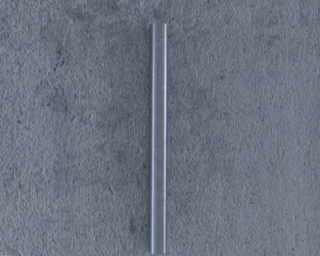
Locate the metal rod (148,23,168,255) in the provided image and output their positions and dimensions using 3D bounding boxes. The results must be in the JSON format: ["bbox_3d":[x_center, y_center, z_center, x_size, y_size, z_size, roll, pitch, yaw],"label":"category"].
[{"bbox_3d":[-0.003,0.014,0.410,0.025,0.025,0.298,0,90,-20],"label":"metal rod"}]
